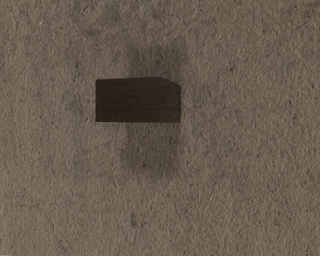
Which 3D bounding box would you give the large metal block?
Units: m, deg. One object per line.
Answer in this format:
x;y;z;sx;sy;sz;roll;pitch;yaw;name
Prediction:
-0.024;-0.032;0.387;0.080;0.080;0.050;1;90;19;large metal block
